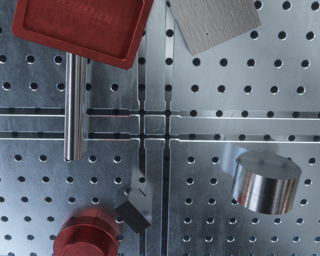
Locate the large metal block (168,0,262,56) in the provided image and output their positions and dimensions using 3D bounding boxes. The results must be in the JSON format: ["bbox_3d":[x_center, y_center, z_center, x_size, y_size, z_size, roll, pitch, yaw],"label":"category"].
[{"bbox_3d":[0.056,-0.138,0.350,0.080,0.050,0.080,-23,109,8],"label":"large metal block"}]

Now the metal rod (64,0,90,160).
[{"bbox_3d":[-0.100,-0.100,0.375,0.025,0.025,0.298,7,110,-3],"label":"metal rod"}]

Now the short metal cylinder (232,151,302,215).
[{"bbox_3d":[0.140,0.070,0.412,0.081,0.080,0.050,4,110,-2],"label":"short metal cylinder"}]

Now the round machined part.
[{"bbox_3d":[-0.114,0.188,0.472,0.099,0.042,0.097,0,110,-1],"label":"round machined part"}]

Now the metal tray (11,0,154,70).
[{"bbox_3d":[-0.082,-0.126,0.338,0.131,0.030,0.089,13,106,-25],"label":"metal tray"}]

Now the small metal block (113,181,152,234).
[{"bbox_3d":[-0.037,0.112,0.441,0.025,0.050,0.050,-35,107,12],"label":"small metal block"}]
